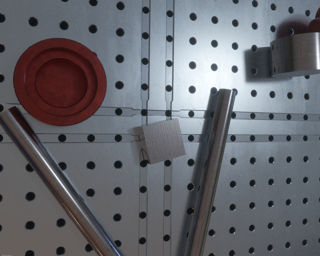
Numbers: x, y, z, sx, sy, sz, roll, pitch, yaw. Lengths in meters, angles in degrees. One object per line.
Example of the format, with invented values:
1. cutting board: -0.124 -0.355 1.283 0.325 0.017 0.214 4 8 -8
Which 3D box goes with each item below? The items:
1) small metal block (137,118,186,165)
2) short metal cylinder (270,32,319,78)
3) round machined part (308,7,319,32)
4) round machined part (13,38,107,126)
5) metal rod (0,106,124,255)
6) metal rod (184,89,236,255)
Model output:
1. small metal block: 0.002 0.017 0.413 0.050 0.025 0.050 -14 95 -20
2. short metal cylinder: 0.206 -0.105 0.459 0.081 0.080 0.050 -4 92 -20
3. round machined part: 0.265 -0.142 0.475 0.042 0.098 0.098 -23 99 4
4. round machined part: -0.115 -0.051 0.361 0.099 0.042 0.097 0 90 -20
5. metal rod: -0.096 0.106 0.377 0.025 0.025 0.299 -36 102 -16
6. metal rod: 0.065 0.092 0.436 0.025 0.025 0.299 14 85 -20
